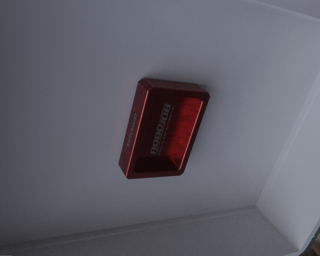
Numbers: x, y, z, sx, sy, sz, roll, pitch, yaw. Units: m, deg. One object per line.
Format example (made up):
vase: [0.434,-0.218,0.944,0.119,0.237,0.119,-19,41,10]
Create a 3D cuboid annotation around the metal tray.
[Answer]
metal tray: [0.004,0.004,0.408,0.091,0.030,0.129,1,118,-30]
